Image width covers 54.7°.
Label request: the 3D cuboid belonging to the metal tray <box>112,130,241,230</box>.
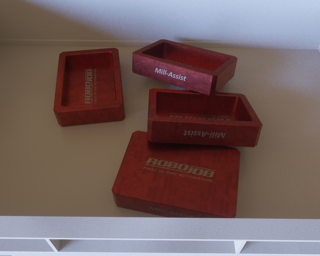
[{"bbox_3d":[0.021,0.056,0.355,0.131,0.030,0.090,10,51,8],"label":"metal tray"}]

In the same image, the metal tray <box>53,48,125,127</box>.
[{"bbox_3d":[-0.102,-0.064,0.454,0.091,0.030,0.130,-6,50,-6],"label":"metal tray"}]

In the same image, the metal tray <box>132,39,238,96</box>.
[{"bbox_3d":[0.036,-0.093,0.456,0.130,0.030,0.090,20,36,23],"label":"metal tray"}]

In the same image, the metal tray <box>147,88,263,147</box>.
[{"bbox_3d":[0.050,-0.015,0.391,0.131,0.030,0.090,3,30,-3],"label":"metal tray"}]
